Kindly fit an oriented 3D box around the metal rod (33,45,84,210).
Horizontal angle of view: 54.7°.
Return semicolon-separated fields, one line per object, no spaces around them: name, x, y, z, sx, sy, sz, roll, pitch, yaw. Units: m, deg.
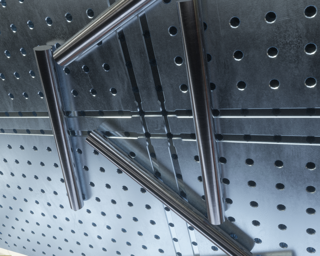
metal rod;-0.158;0.017;0.502;0.025;0.025;0.298;12;124;21

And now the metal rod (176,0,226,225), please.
metal rod;0.055;0.000;0.381;0.025;0.025;0.298;3;120;26

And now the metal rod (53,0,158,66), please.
metal rod;-0.021;-0.141;0.333;0.299;0.025;0.025;-22;107;35

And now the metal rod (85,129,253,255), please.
metal rod;0.012;0.104;0.467;0.300;0.025;0.025;38;129;1
